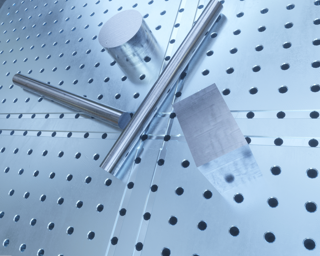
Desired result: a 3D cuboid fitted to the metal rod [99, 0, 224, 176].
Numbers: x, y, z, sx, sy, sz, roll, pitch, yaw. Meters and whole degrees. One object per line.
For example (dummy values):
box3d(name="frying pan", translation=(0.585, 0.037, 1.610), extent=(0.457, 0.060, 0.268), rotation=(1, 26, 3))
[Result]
box3d(name="metal rod", translation=(0.008, -0.066, 0.444), extent=(0.025, 0.025, 0.300), rotation=(23, 74, 36))

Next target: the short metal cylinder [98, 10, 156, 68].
box3d(name="short metal cylinder", translation=(-0.053, -0.147, 0.510), extent=(0.080, 0.050, 0.080), rotation=(-13, 56, 21))

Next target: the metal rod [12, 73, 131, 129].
box3d(name="metal rod", translation=(-0.165, -0.053, 0.527), extent=(0.300, 0.025, 0.025), rotation=(20, 73, 35))

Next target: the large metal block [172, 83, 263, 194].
box3d(name="large metal block", translation=(0.062, 0.013, 0.332), extent=(0.050, 0.080, 0.080), rotation=(-27, 52, 11))
